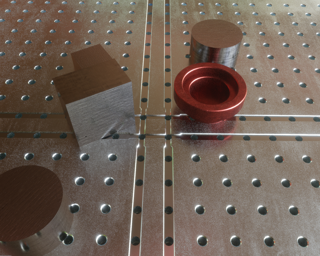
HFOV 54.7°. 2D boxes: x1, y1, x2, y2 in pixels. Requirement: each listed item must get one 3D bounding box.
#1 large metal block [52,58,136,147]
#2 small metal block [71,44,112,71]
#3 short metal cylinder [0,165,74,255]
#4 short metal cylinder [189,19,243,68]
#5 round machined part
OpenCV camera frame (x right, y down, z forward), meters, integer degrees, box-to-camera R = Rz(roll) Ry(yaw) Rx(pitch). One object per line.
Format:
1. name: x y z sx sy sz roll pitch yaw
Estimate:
1. large metal block: -0.081 -0.032 0.398 0.081 0.080 0.050 -23 54 -19
2. small metal block: -0.107 -0.104 0.493 0.050 0.025 0.050 -25 55 -20
3. short metal cylinder: -0.135 0.085 0.318 0.081 0.050 0.080 0 50 0
4. short metal cylinder: 0.089 -0.133 0.505 0.081 0.050 0.080 0 50 0
5. round machined part: 0.068 -0.045 0.436 0.099 0.042 0.098 0 50 0
